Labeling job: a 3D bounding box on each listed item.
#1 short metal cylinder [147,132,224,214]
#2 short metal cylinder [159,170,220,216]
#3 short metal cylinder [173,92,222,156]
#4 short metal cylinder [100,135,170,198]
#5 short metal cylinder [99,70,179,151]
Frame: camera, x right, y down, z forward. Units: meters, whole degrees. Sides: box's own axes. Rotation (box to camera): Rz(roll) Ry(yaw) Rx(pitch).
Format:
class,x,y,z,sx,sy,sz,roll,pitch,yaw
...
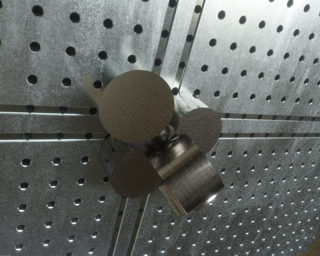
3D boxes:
class,x,y,z,sx,sy,sz,roll,pitch,yaw
short metal cylinder,0.029,0.052,0.358,0.050,0.080,0.080,-36,129,-5
short metal cylinder,0.041,0.079,0.439,0.080,0.080,0.050,-35,94,-5
short metal cylinder,0.034,-0.002,0.413,0.081,0.050,0.079,-14,125,-21
short metal cylinder,-0.032,0.044,0.405,0.081,0.050,0.079,-14,125,-21
short metal cylinder,-0.021,-0.018,0.345,0.080,0.080,0.050,-40,164,-2
